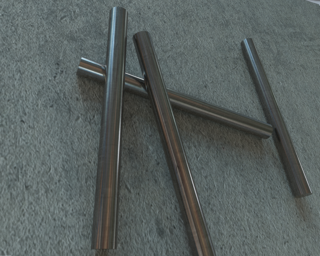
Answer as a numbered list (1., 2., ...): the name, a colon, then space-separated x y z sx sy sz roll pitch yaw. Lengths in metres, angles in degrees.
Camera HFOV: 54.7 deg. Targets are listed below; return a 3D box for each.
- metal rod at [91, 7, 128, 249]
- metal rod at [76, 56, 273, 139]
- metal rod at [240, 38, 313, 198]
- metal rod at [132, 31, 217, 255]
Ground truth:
1. metal rod: -0.055 -0.019 0.362 0.025 0.025 0.299 10 64 -23
2. metal rod: 0.033 -0.037 0.443 0.302 0.025 0.025 17 55 -18
3. metal rod: 0.189 -0.032 0.524 0.025 0.025 0.299 5 60 -26
4. metal rod: 0.013 0.014 0.381 0.025 0.025 0.299 -6 71 -31
